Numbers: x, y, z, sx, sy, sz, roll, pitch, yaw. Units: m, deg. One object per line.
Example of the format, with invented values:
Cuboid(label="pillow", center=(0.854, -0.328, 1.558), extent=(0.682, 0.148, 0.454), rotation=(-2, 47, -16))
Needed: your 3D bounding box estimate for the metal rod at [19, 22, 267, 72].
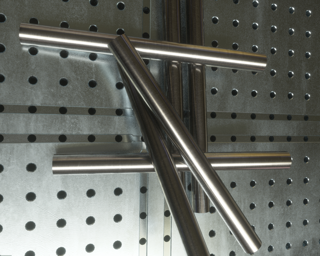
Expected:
Cuboid(label="metal rod", center=(-0.010, -0.098, 0.386), extent=(0.302, 0.025, 0.025), rotation=(4, 89, -12))

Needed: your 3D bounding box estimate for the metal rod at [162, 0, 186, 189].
Cuboid(label="metal rod", center=(0.018, -0.054, 0.418), extent=(0.025, 0.025, 0.298), rotation=(-2, 91, -20))

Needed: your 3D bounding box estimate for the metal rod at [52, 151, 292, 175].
Cuboid(label="metal rod", center=(0.023, 0.044, 0.394), extent=(0.302, 0.025, 0.025), rotation=(0, 90, -10))

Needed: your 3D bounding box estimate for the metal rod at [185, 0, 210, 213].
Cuboid(label="metal rod", center=(0.052, -0.034, 0.431), extent=(0.025, 0.025, 0.298), rotation=(-2, 91, -20))

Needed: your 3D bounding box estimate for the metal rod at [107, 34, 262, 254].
Cuboid(label="metal rod", center=(0.033, 0.024, 0.369), extent=(0.025, 0.025, 0.299), rotation=(-36, 97, -16))

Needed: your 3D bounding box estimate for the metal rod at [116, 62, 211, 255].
Cuboid(label="metal rod", center=(0.008, 0.050, 0.361), extent=(0.025, 0.025, 0.299), rotation=(-16, 75, -19))
